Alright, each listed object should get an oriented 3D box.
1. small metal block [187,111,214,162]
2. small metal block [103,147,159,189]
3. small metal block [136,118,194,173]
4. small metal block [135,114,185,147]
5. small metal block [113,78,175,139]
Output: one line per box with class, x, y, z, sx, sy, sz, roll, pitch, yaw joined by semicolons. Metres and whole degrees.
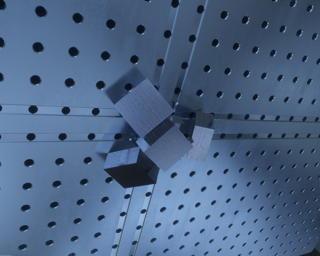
small metal block;0.056;0.011;0.428;0.025;0.050;0.050;13;116;2
small metal block;-0.037;0.053;0.407;0.050;0.025;0.050;-14;135;26
small metal block;0.007;0.021;0.394;0.050;0.025;0.050;-42;130;0
small metal block;0.000;0.009;0.416;0.050;0.025;0.050;1;120;-29
small metal block;-0.019;-0.023;0.370;0.050;0.025;0.050;-40;94;-1
